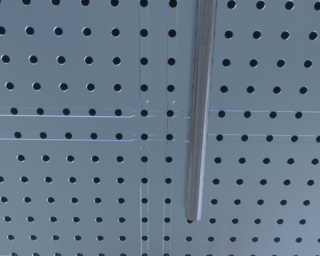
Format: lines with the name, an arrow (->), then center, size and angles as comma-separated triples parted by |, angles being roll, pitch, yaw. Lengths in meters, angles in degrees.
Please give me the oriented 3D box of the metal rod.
metal rod -> 0.052, -0.009, 0.410 | 0.025, 0.025, 0.298 | 1, 110, 0
